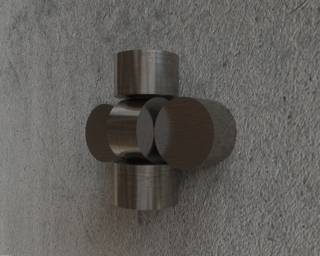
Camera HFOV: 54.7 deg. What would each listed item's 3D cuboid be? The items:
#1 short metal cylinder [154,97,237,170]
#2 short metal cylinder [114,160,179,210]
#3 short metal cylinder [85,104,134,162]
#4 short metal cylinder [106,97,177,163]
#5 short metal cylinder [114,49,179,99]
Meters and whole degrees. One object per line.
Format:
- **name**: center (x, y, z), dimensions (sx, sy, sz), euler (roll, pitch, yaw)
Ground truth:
- **short metal cylinder**: center (0.040, 0.005, 0.357), dimensions (0.080, 0.050, 0.080), euler (0, 91, 40)
- **short metal cylinder**: center (-0.017, 0.067, 0.386), dimensions (0.080, 0.081, 0.050), euler (0, 90, 40)
- **short metal cylinder**: center (-0.060, 0.007, 0.440), dimensions (0.080, 0.050, 0.080), euler (0, 90, 39)
- **short metal cylinder**: center (-0.019, 0.002, 0.387), dimensions (0.050, 0.081, 0.080), euler (1, 91, 40)
- **short metal cylinder**: center (-0.017, -0.063, 0.385), dimensions (0.080, 0.081, 0.050), euler (0, 90, 40)
